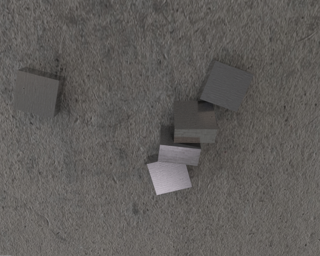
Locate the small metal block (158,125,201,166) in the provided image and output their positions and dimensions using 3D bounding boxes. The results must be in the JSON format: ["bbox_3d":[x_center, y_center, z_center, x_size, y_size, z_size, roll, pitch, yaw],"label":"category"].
[{"bbox_3d":[0.024,0.022,0.403,0.050,0.050,0.025,7,119,-3],"label":"small metal block"}]

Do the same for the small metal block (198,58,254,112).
[{"bbox_3d":[0.082,-0.054,0.390,0.050,0.025,0.050,18,109,-7],"label":"small metal block"}]

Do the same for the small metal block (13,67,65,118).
[{"bbox_3d":[-0.153,-0.045,0.392,0.050,0.025,0.050,14,110,-5],"label":"small metal block"}]

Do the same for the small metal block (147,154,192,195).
[{"bbox_3d":[0.013,0.061,0.432,0.050,0.025,0.050,-14,110,5],"label":"small metal block"}]

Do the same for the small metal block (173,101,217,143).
[{"bbox_3d":[0.042,-0.008,0.390,0.050,0.050,0.025,0,137,0],"label":"small metal block"}]
